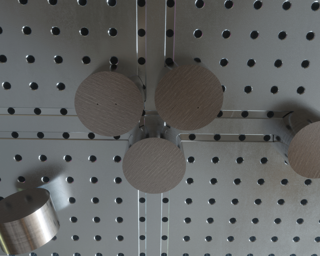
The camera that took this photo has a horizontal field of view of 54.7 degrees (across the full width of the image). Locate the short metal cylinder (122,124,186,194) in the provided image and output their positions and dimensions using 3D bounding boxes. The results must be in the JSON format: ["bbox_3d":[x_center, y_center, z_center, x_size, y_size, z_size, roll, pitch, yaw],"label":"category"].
[{"bbox_3d":[-0.007,0.040,0.415,0.081,0.050,0.079,0,110,-1],"label":"short metal cylinder"}]

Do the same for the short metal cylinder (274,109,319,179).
[{"bbox_3d":[0.200,0.020,0.410,0.081,0.050,0.079,0,110,-1],"label":"short metal cylinder"}]

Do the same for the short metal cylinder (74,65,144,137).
[{"bbox_3d":[-0.060,-0.035,0.386,0.081,0.050,0.079,0,110,-1],"label":"short metal cylinder"}]

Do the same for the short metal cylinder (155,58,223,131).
[{"bbox_3d":[0.034,-0.043,0.385,0.081,0.050,0.079,0,110,-1],"label":"short metal cylinder"}]

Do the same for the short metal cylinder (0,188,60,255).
[{"bbox_3d":[-0.186,0.126,0.428,0.080,0.080,0.050,-10,110,3],"label":"short metal cylinder"}]
